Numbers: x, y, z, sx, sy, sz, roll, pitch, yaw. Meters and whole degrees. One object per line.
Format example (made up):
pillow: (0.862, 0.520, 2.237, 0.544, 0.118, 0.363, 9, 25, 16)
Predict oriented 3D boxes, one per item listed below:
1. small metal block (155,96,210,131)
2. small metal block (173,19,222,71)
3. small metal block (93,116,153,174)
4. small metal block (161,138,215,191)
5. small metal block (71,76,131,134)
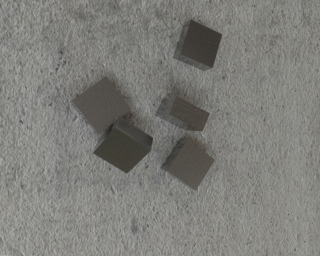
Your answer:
small metal block: (0.028, -0.018, 0.406, 0.050, 0.050, 0.025, 26, 82, -18)
small metal block: (0.052, -0.113, 0.428, 0.050, 0.025, 0.050, 19, 84, -19)
small metal block: (-0.045, 0.021, 0.378, 0.050, 0.025, 0.050, 34, 121, -17)
small metal block: (0.038, 0.049, 0.423, 0.050, 0.025, 0.050, 37, 78, -16)
small metal block: (-0.073, -0.028, 0.382, 0.050, 0.025, 0.050, -40, 103, -16)
